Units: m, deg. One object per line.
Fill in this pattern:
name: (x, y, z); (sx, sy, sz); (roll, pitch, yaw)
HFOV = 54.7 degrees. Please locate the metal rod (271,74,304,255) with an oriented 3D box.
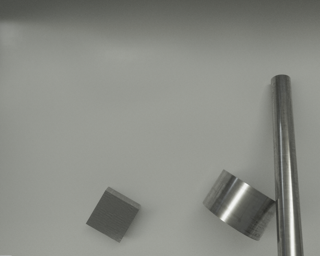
metal rod: (0.143, 0.069, 0.349); (0.025, 0.025, 0.299); (8, 64, 0)

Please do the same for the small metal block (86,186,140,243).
small metal block: (-0.061, 0.114, 0.411); (0.050, 0.025, 0.050); (30, 90, -1)

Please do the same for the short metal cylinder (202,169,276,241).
short metal cylinder: (0.101, 0.094, 0.385); (0.080, 0.080, 0.050); (32, 90, -1)
